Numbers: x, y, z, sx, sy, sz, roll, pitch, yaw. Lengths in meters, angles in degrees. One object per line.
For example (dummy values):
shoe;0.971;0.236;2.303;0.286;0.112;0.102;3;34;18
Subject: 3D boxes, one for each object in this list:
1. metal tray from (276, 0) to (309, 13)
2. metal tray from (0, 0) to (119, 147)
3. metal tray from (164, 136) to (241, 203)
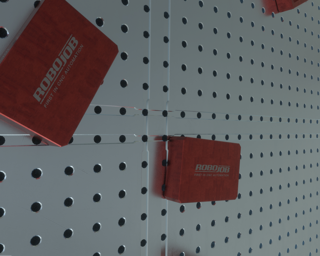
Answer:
metal tray;0.280;-0.304;0.643;0.131;0.030;0.090;-35;112;-35
metal tray;-0.109;-0.057;0.316;0.090;0.030;0.130;37;67;-34
metal tray;0.068;0.063;0.466;0.131;0.030;0.089;8;85;-40
